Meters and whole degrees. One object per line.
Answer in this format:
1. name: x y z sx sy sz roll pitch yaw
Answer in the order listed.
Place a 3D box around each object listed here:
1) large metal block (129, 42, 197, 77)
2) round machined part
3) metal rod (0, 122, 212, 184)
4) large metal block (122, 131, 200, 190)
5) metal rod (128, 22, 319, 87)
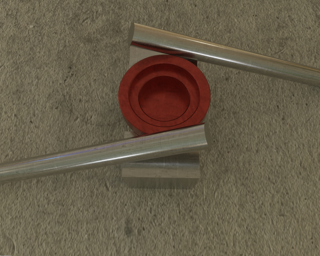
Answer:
1. large metal block: 0.004 -0.072 0.406 0.081 0.080 0.050 1 70 0
2. round machined part: 0.005 -0.030 0.349 0.099 0.042 0.098 0 70 -1
3. metal rod: -0.094 0.035 0.336 0.301 0.025 0.025 -12 69 19
4. large metal block: 0.001 0.041 0.365 0.081 0.080 0.050 1 70 0
5. metal rod: 0.109 -0.083 0.384 0.302 0.025 0.025 7 69 -21
